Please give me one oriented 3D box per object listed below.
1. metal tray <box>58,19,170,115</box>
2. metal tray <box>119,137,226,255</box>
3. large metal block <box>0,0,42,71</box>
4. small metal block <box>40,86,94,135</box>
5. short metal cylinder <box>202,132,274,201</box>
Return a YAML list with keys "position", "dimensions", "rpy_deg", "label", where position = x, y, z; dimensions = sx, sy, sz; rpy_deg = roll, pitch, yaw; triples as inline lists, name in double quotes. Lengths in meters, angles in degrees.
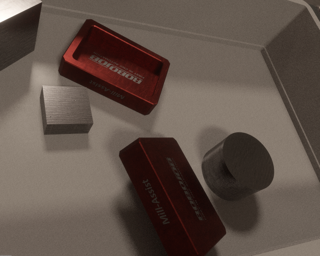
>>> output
- position: [-0.057, -0.083, 0.423]
  dimensions: [0.131, 0.030, 0.090]
  rpy_deg: [26, 53, -13]
  label: "metal tray"
- position: [0.017, 0.073, 0.341]
  dimensions: [0.130, 0.030, 0.090]
  rpy_deg: [61, 23, 15]
  label: "metal tray"
- position: [-0.183, -0.109, 0.339]
  dimensions: [0.050, 0.080, 0.080]
  rpy_deg: [40, 51, -2]
  label: "large metal block"
- position: [-0.109, -0.021, 0.360]
  dimensions: [0.050, 0.025, 0.050]
  rpy_deg: [-2, 63, -29]
  label: "small metal block"
- position: [0.104, 0.052, 0.416]
  dimensions: [0.081, 0.050, 0.080]
  rpy_deg: [14, 56, -21]
  label: "short metal cylinder"
